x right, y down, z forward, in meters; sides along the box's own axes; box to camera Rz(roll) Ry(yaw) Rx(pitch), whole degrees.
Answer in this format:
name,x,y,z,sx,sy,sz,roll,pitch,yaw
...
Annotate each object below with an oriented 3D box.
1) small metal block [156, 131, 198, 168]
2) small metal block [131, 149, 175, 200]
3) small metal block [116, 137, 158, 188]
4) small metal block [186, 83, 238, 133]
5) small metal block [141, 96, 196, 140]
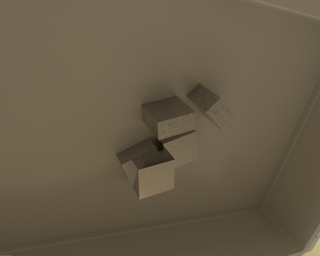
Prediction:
name,x,y,z,sx,sy,sz,roll,pitch,yaw
small metal block,0.024,0.027,0.439,0.050,0.025,0.050,-20,126,-17
small metal block,-0.009,0.061,0.409,0.050,0.025,0.050,-14,124,-21
small metal block,-0.026,0.049,0.425,0.050,0.025,0.050,-27,128,-11
small metal block,0.069,-0.027,0.413,0.025,0.050,0.050,-45,129,3
small metal block,0.010,-0.014,0.389,0.050,0.050,0.025,-16,125,-20
